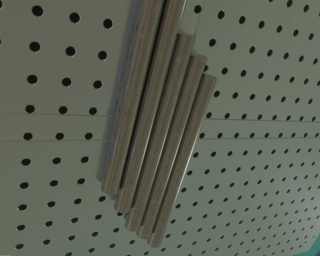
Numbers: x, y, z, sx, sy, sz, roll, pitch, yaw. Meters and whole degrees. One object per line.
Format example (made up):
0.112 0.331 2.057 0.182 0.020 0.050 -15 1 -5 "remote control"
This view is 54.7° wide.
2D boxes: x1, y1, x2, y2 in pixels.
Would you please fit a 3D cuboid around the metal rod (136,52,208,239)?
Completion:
0.010 0.041 0.443 0.025 0.025 0.298 1 118 -29 "metal rod"

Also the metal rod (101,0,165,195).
-0.032 -0.047 0.365 0.025 0.025 0.298 1 118 -29 "metal rod"

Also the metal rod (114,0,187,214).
-0.018 -0.014 0.393 0.025 0.025 0.298 1 118 -29 "metal rod"

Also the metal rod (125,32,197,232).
-0.006 0.021 0.422 0.025 0.025 0.298 1 118 -29 "metal rod"

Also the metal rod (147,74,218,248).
0.026 0.063 0.466 0.025 0.025 0.298 1 118 -29 "metal rod"
